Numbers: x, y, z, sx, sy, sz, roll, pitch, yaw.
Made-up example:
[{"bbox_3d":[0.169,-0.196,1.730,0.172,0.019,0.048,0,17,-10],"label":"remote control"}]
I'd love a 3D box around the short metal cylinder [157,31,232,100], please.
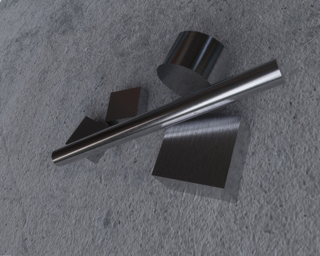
[{"bbox_3d":[0.043,-0.076,0.391,0.080,0.080,0.050,17,71,34],"label":"short metal cylinder"}]

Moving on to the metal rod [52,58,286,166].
[{"bbox_3d":[-0.013,-0.006,0.353,0.300,0.025,0.025,-21,54,28],"label":"metal rod"}]

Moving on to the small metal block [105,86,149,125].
[{"bbox_3d":[-0.047,-0.028,0.444,0.050,0.025,0.050,-8,58,23],"label":"small metal block"}]

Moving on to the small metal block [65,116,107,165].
[{"bbox_3d":[-0.099,0.017,0.444,0.050,0.025,0.050,25,75,36],"label":"small metal block"}]

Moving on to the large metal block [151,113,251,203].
[{"bbox_3d":[0.048,0.030,0.343,0.080,0.050,0.080,6,64,30],"label":"large metal block"}]
